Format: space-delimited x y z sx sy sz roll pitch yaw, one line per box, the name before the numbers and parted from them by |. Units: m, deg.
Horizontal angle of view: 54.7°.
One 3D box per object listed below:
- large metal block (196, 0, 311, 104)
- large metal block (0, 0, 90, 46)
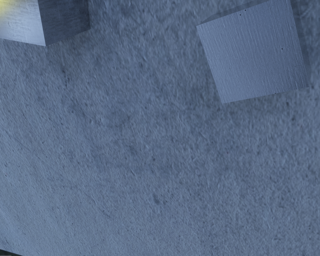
large metal block | 0.091 -0.076 0.295 0.080 0.050 0.080 -10 114 32
large metal block | -0.141 -0.136 0.359 0.080 0.080 0.050 14 124 20
